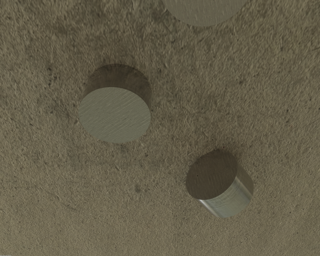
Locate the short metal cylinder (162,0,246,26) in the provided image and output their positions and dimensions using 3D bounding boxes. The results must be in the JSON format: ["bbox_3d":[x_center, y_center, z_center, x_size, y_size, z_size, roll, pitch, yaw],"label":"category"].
[{"bbox_3d":[0.038,-0.138,0.273,0.081,0.050,0.079,0,130,0],"label":"short metal cylinder"}]

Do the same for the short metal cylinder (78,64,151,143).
[{"bbox_3d":[-0.051,-0.028,0.366,0.081,0.050,0.079,0,130,0],"label":"short metal cylinder"}]

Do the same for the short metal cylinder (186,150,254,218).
[{"bbox_3d":[0.084,0.078,0.439,0.080,0.080,0.050,-28,125,22],"label":"short metal cylinder"}]
